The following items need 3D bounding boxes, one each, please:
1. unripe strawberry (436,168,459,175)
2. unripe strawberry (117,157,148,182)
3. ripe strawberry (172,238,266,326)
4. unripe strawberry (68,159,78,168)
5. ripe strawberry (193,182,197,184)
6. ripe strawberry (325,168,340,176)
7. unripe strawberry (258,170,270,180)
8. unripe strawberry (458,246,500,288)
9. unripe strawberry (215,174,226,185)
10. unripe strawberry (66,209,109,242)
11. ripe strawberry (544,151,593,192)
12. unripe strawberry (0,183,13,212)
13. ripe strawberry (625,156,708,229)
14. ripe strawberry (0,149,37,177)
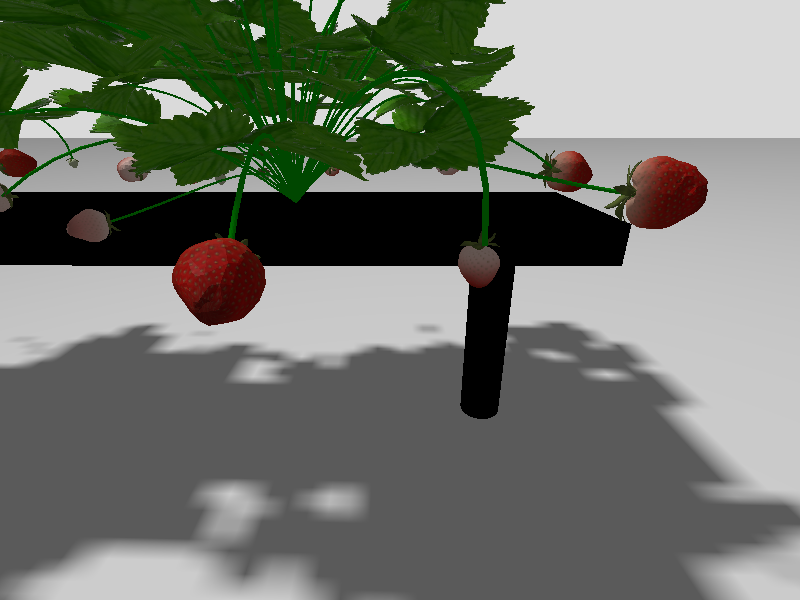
[{"bbox_3d":[0.064,-0.175,0.514,0.034,0.031,0.031,18,6,35],"label":"unripe strawberry"},{"bbox_3d":[-0.309,-0.151,0.462,0.032,0.027,0.032,13,27,29],"label":"unripe strawberry"},{"bbox_3d":[-0.058,-0.004,0.127,0.028,0.029,0.030,-3,33,-7],"label":"ripe strawberry"},{"bbox_3d":[-0.422,-0.177,0.518,0.011,0.011,0.010,14,27,28],"label":"unripe strawberry"},{"bbox_3d":[-0.243,-0.147,0.460,0.027,0.027,0.025,18,29,37],"label":"ripe strawberry"},{"bbox_3d":[-0.092,-0.180,0.534,0.025,0.026,0.027,0,23,0],"label":"ripe strawberry"},{"bbox_3d":[-0.162,-0.148,0.475,0.015,0.014,0.014,-11,-20,-24],"label":"unripe strawberry"},{"bbox_3d":[0.031,-0.013,0.159,0.016,0.017,0.018,-14,27,-28],"label":"unripe strawberry"},{"bbox_3d":[-0.185,-0.124,0.412,0.011,0.011,0.011,18,29,35],"label":"unripe strawberry"},{"bbox_3d":[-0.175,-0.041,0.224,0.018,0.019,0.019,15,28,30],"label":"unripe strawberry"},{"bbox_3d":[0.162,-0.122,0.383,0.043,0.037,0.043,5,22,-14],"label":"ripe strawberry"},{"bbox_3d":[-0.311,-0.078,0.302,0.025,0.024,0.023,-6,24,-9],"label":"unripe strawberry"},{"bbox_3d":[0.161,-0.064,0.243,0.042,0.044,0.039,10,25,20],"label":"ripe strawberry"},{"bbox_3d":[-0.479,-0.172,0.501,0.039,0.033,0.039,8,24,17],"label":"ripe strawberry"}]
